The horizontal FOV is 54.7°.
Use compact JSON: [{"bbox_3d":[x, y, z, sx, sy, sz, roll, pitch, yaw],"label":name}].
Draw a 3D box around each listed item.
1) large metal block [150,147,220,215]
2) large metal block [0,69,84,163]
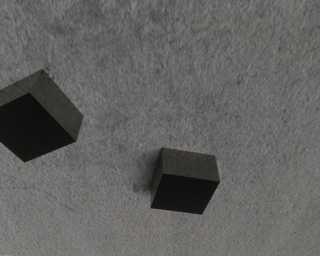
[{"bbox_3d":[0.034,0.080,0.460,0.081,0.050,0.079,10,130,-9],"label":"large metal block"},{"bbox_3d":[-0.155,-0.013,0.378,0.080,0.050,0.080,-21,127,17],"label":"large metal block"}]
